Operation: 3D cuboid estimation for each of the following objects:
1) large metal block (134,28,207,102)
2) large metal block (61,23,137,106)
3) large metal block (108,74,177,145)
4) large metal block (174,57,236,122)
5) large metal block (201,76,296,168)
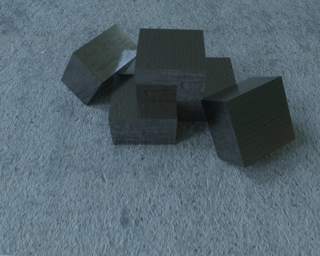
[{"bbox_3d":[0.013,-0.080,0.388,0.081,0.050,0.080,2,50,1],"label":"large metal block"},{"bbox_3d":[-0.083,-0.086,0.431,0.050,0.080,0.080,47,58,-6],"label":"large metal block"},{"bbox_3d":[-0.020,-0.025,0.407,0.081,0.050,0.080,0,50,0],"label":"large metal block"},{"bbox_3d":[0.060,-0.055,0.436,0.081,0.050,0.080,0,50,0],"label":"large metal block"},{"bbox_3d":[0.106,-0.010,0.370,0.081,0.080,0.050,-25,17,-20],"label":"large metal block"}]
